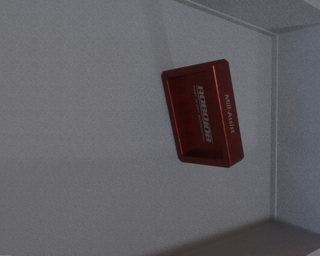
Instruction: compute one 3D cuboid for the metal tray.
[{"bbox_3d":[0.054,-0.017,0.405,0.030,0.090,0.129,-21,104,-39],"label":"metal tray"}]
